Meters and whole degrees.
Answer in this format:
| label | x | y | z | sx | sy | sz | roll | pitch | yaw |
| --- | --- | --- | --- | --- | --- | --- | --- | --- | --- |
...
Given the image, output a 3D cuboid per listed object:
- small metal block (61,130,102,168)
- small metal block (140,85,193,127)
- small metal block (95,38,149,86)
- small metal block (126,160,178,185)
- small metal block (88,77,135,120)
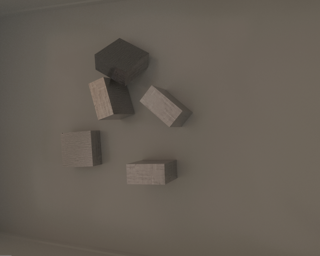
| label | x | y | z | sx | sy | sz | roll | pitch | yaw |
| --- | --- | --- | --- | --- | --- | --- | --- | --- | --- |
| small metal block | -0.114 | 0.030 | 0.451 | 0.050 | 0.025 | 0.050 | -5 | 88 | 20 |
| small metal block | 0.009 | -0.027 | 0.394 | 0.050 | 0.050 | 0.025 | 42 | 103 | 15 |
| small metal block | -0.050 | -0.089 | 0.413 | 0.050 | 0.050 | 0.025 | 31 | 143 | 17 |
| small metal block | -0.009 | 0.056 | 0.400 | 0.050 | 0.050 | 0.025 | -3 | 89 | 20 |
| small metal block | -0.065 | -0.038 | 0.419 | 0.025 | 0.050 | 0.050 | -19 | 84 | 26 |
